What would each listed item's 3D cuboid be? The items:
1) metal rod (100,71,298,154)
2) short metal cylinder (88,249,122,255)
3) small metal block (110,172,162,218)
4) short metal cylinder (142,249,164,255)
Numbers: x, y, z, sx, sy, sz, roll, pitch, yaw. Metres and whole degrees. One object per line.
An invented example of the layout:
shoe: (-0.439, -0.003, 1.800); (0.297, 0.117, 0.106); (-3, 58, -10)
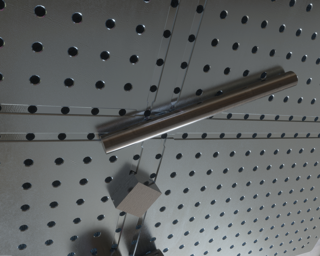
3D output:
metal rod: (0.065, -0.027, 0.429); (0.302, 0.025, 0.025); (-20, 126, -17)
short metal cylinder: (-0.090, 0.242, 0.496); (0.081, 0.050, 0.079); (-14, 124, -21)
small metal block: (-0.034, 0.098, 0.453); (0.050, 0.025, 0.050); (-50, 129, 7)
short metal cylinder: (-0.010, 0.256, 0.528); (0.050, 0.080, 0.079); (-19, 126, -18)
